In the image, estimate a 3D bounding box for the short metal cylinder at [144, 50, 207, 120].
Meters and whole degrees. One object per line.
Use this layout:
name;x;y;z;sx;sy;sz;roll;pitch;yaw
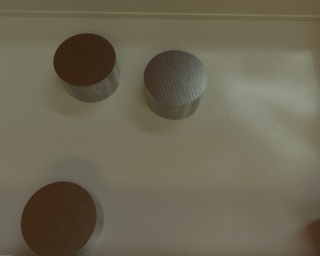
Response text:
short metal cylinder;0.020;-0.057;0.417;0.081;0.050;0.080;0;70;0

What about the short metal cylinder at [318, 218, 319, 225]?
short metal cylinder;0.226;0.116;0.341;0.081;0.080;0.050;-12;71;-5

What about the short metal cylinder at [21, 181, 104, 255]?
short metal cylinder;-0.109;0.106;0.356;0.081;0.050;0.080;0;70;0

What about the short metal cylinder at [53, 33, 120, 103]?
short metal cylinder;-0.098;-0.081;0.425;0.081;0.050;0.080;0;70;0
